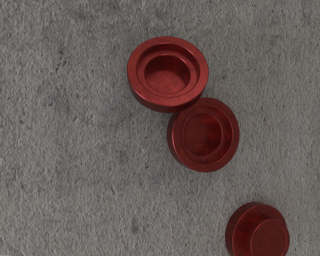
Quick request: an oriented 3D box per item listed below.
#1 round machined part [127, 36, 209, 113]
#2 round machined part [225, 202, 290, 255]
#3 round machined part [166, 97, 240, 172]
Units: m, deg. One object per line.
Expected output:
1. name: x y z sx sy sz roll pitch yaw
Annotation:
1. round machined part: 0.009 -0.063 0.389 0.099 0.042 0.098 1 68 -3
2. round machined part: 0.149 0.162 0.455 0.099 0.042 0.097 0 90 -20
3. round machined part: 0.054 0.009 0.420 0.099 0.042 0.097 0 90 -20
